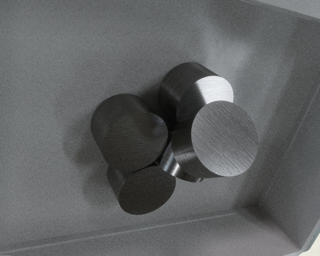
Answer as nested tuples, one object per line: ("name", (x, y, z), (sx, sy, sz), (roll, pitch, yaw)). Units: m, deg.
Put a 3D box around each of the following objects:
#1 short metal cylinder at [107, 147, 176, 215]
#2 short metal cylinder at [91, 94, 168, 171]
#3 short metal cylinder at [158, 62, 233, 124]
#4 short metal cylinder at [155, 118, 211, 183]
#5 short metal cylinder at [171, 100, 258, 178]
("short metal cylinder", (-0.026, 0.070, 0.421), (0.081, 0.050, 0.079), (-14, 125, -21))
("short metal cylinder", (-0.037, 0.005, 0.374), (0.081, 0.050, 0.079), (-14, 125, -21))
("short metal cylinder", (0.045, -0.037, 0.394), (0.081, 0.050, 0.079), (-14, 125, -21))
("short metal cylinder", (0.034, 0.027, 0.409), (0.081, 0.080, 0.050), (14, 111, -34))
("short metal cylinder", (0.059, 0.015, 0.343), (0.081, 0.050, 0.080), (5, 77, -21))
